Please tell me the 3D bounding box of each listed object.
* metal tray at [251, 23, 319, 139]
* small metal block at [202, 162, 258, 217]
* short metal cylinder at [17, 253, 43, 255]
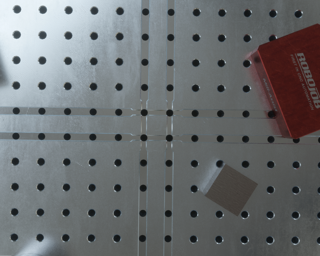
[{"bbox_3d":[0.189,-0.060,0.412,0.090,0.030,0.129,-21,90,0],"label":"metal tray"},{"bbox_3d":[0.093,0.081,0.414,0.050,0.025,0.050,32,90,0],"label":"small metal block"},{"bbox_3d":[-0.178,0.211,0.399,0.081,0.050,0.079,0,90,0],"label":"short metal cylinder"}]
